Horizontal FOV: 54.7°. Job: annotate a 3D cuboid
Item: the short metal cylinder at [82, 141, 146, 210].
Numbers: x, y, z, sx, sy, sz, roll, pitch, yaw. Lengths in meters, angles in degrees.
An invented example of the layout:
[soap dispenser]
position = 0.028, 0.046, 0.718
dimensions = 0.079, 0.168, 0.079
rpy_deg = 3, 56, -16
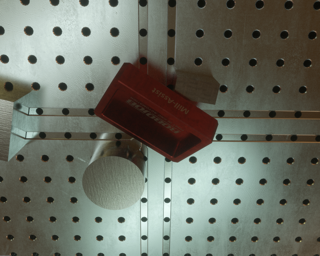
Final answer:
[short metal cylinder]
position = -0.060, 0.064, 0.423
dimensions = 0.081, 0.050, 0.079
rpy_deg = 0, 110, 0

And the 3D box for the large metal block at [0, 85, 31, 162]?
[large metal block]
position = -0.219, -0.012, 0.394
dimensions = 0.080, 0.050, 0.079
rpy_deg = 13, 110, -5

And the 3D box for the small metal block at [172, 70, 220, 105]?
[small metal block]
position = 0.042, -0.051, 0.381
dimensions = 0.050, 0.050, 0.025
rpy_deg = 9, 109, -4

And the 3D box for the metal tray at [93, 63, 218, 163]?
[metal tray]
position = -0.007, -0.013, 0.378
dimensions = 0.130, 0.030, 0.090
rpy_deg = 32, 147, -12
